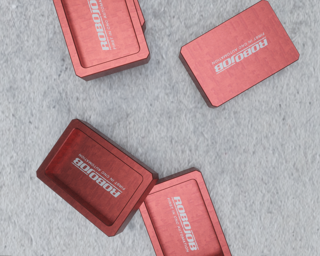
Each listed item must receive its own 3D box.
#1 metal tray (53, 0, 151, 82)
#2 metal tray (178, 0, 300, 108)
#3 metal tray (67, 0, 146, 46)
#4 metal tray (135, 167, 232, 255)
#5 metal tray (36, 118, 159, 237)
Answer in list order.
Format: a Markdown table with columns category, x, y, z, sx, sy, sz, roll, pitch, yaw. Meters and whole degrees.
| category | x | y | z | sx | sy | sz | roll | pitch | yaw |
| --- | --- | --- | --- | --- | --- | --- | --- | --- | --- |
| metal tray | -0.073 | -0.132 | 0.375 | 0.090 | 0.030 | 0.129 | -17 | 90 | -1 |
| metal tray | 0.102 | -0.095 | 0.409 | 0.130 | 0.030 | 0.090 | -31 | 90 | -1 |
| metal tray | -0.081 | -0.177 | 0.406 | 0.090 | 0.030 | 0.129 | -19 | 90 | -1 |
| metal tray | 0.030 | 0.127 | 0.407 | 0.090 | 0.030 | 0.129 | -20 | 90 | -1 |
| metal tray | -0.079 | 0.059 | 0.389 | 0.130 | 0.030 | 0.090 | 34 | 90 | 15 |
